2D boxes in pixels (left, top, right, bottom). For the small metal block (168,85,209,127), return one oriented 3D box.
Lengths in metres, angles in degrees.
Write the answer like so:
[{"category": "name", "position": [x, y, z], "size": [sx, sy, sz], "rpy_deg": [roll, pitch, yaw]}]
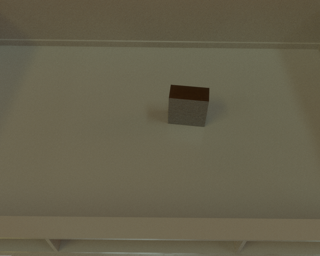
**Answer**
[{"category": "small metal block", "position": [0.038, -0.029, 0.414], "size": [0.050, 0.050, 0.025], "rpy_deg": [5, 50, 4]}]
